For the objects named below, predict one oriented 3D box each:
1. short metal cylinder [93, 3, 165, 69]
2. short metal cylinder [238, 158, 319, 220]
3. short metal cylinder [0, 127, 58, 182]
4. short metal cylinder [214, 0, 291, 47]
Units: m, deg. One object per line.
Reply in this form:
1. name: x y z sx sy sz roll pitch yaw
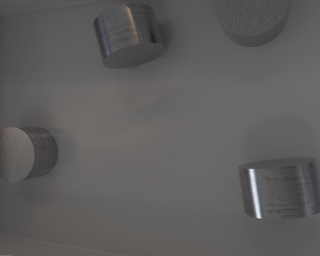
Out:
1. short metal cylinder: -0.039 -0.114 0.395 0.080 0.080 0.050 -17 84 19
2. short metal cylinder: 0.129 0.063 0.336 0.080 0.080 0.050 -8 87 20
3. short metal cylinder: -0.205 0.038 0.470 0.080 0.050 0.080 0 90 20
4. short metal cylinder: 0.107 -0.140 0.359 0.080 0.050 0.080 0 90 20
